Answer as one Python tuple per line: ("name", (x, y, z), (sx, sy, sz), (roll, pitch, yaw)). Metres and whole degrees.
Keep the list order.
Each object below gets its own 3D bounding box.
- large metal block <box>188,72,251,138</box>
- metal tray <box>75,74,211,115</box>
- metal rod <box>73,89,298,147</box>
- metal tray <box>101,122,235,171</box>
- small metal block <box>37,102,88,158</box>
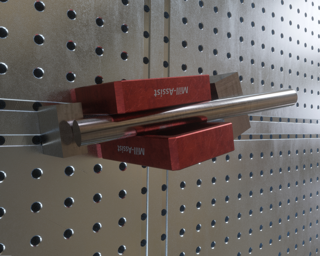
("large metal block", (0.070, -0.028, 0.433), (0.050, 0.080, 0.080), (-29, 108, -37))
("metal tray", (-0.017, -0.039, 0.353), (0.131, 0.090, 0.030), (-12, 99, -40))
("metal rod", (0.053, -0.019, 0.357), (0.303, 0.025, 0.025), (-11, 97, -30))
("metal tray", (0.004, 0.015, 0.346), (0.091, 0.130, 0.030), (-13, 99, -40))
("small metal block", (-0.099, 0.001, 0.311), (0.025, 0.050, 0.050), (-11, 97, -40))
